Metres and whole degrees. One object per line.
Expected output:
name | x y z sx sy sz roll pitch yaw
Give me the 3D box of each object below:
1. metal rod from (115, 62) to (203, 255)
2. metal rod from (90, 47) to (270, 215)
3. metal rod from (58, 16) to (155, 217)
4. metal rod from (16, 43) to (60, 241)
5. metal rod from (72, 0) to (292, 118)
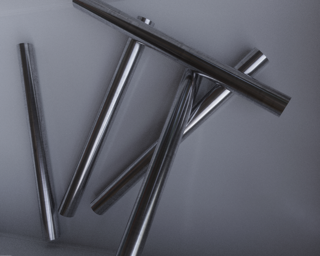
metal rod | -0.002 0.051 0.347 0.025 0.025 0.299 14 70 19
metal rod | 0.016 0.013 0.404 0.299 0.025 0.025 -44 77 14
metal rod | -0.078 -0.010 0.436 0.025 0.025 0.298 27 98 17
metal rod | -0.187 0.019 0.474 0.025 0.025 0.298 -10 87 19
metal rod | 0.013 -0.098 0.377 0.300 0.025 0.025 32 100 16
